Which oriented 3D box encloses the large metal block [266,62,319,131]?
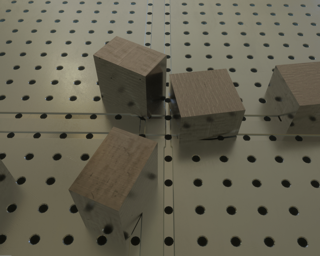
[{"bbox_3d":[0.208,-0.046,0.433,0.081,0.050,0.080,-6,50,-5],"label":"large metal block"}]

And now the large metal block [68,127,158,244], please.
[{"bbox_3d":[-0.042,0.060,0.321,0.050,0.080,0.080,19,53,15],"label":"large metal block"}]

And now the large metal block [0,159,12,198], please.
[{"bbox_3d":[-0.224,0.067,0.332,0.080,0.050,0.080,7,50,5],"label":"large metal block"}]

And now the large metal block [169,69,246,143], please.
[{"bbox_3d":[0.059,-0.032,0.419,0.081,0.050,0.080,-7,50,-6],"label":"large metal block"}]

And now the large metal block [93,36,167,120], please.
[{"bbox_3d":[-0.039,-0.069,0.429,0.080,0.080,0.050,25,54,19],"label":"large metal block"}]
